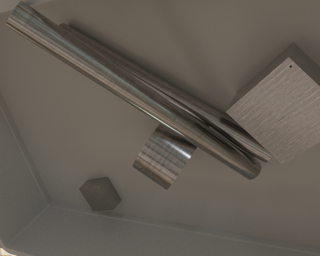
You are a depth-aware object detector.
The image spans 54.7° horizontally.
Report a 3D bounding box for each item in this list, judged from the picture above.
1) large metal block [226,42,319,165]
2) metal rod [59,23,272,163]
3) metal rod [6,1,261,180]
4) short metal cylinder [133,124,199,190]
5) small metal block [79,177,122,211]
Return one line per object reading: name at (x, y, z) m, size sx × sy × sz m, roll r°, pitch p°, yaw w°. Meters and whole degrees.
large metal block at (0.128, -0.023, 0.310) m, size 0.080 × 0.050 × 0.080 m, roll 43°, pitch 129°, yaw -2°
metal rod at (0.001, -0.047, 0.378) m, size 0.301 × 0.025 × 0.025 m, roll 31°, pitch 128°, yaw 7°
metal rod at (-0.005, -0.022, 0.318) m, size 0.301 × 0.025 × 0.025 m, roll 32°, pitch 133°, yaw -23°
short metal cylinder at (0.010, 0.030, 0.385) m, size 0.050 × 0.080 × 0.079 m, roll 34°, pitch 129°, yaw 5°
small metal block at (-0.102, 0.114, 0.531) m, size 0.050 × 0.025 × 0.050 m, roll -14°, pitch 111°, yaw 33°
